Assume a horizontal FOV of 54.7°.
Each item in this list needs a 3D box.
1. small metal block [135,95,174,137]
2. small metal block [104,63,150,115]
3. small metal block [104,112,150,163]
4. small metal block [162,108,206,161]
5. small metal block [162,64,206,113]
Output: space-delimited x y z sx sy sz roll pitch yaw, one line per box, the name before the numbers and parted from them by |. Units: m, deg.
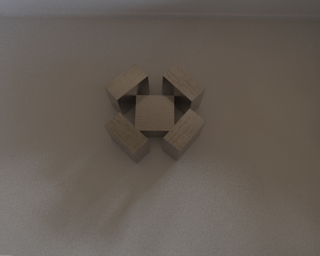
small metal block | -0.007 -0.016 0.413 0.050 0.025 0.050 1 70 0
small metal block | -0.042 -0.050 0.412 0.050 0.050 0.025 -40 74 -13
small metal block | -0.040 0.014 0.389 0.025 0.050 0.050 -43 76 -13
small metal block | 0.029 0.010 0.390 0.025 0.050 0.050 39 74 12
small metal block | 0.030 -0.049 0.412 0.025 0.050 0.050 -43 77 -15
